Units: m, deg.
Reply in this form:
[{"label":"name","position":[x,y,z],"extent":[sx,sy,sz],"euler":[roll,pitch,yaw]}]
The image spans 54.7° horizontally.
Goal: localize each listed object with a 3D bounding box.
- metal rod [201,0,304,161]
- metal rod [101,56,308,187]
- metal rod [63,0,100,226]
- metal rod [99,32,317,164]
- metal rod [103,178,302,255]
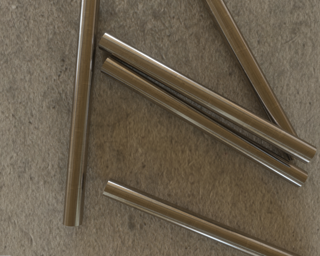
[{"label":"metal rod","position":[0.111,-0.094,0.411],"extent":[0.025,0.025,0.299],"euler":[-29,90,0]},{"label":"metal rod","position":[0.058,-0.008,0.410],"extent":[0.301,0.025,0.025],"euler":[30,90,-1]},{"label":"metal rod","position":[-0.103,-0.023,0.408],"extent":[0.025,0.025,0.298],"euler":[5,90,-1]},{"label":"metal rod","position":[0.056,-0.041,0.397],"extent":[0.301,0.025,0.025],"euler":[30,90,5]},{"label":"metal rod","position":[0.069,0.135,0.411],"extent":[0.301,0.025,0.025],"euler":[22,90,-1]}]
